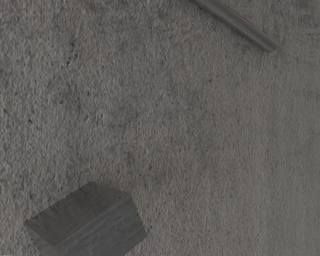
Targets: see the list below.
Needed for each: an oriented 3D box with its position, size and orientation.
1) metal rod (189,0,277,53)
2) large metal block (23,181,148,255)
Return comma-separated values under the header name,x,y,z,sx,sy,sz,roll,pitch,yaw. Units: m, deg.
name,x,y,z,sx,sy,sz,roll,pitch,yaw
metal rod,0.093,-0.183,0.482,0.302,0.025,0.025,16,80,-39
large metal block,-0.074,0.101,0.307,0.081,0.080,0.050,-31,109,-36
